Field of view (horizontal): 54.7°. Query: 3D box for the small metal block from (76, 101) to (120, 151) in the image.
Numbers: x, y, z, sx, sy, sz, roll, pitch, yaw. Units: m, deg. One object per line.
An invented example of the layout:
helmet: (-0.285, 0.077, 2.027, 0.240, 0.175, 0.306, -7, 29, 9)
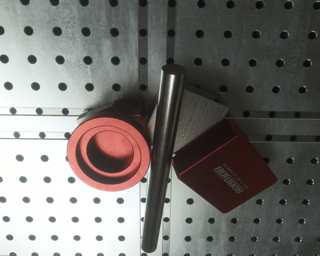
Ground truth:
small metal block: (-0.074, -0.001, 0.409, 0.050, 0.025, 0.050, -21, 109, 7)

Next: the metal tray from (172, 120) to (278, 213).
metal tray: (0.087, 0.056, 0.401, 0.090, 0.030, 0.130, -36, 131, 13)

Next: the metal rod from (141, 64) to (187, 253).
metal rod: (-0.001, 0.062, 0.390, 0.025, 0.025, 0.298, 6, 126, -2)

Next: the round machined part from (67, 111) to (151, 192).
round machined part: (-0.059, 0.025, 0.380, 0.099, 0.042, 0.097, 1, 111, 2)

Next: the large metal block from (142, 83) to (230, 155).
large metal block: (0.029, -0.012, 0.392, 0.080, 0.050, 0.079, 22, 109, -8)
